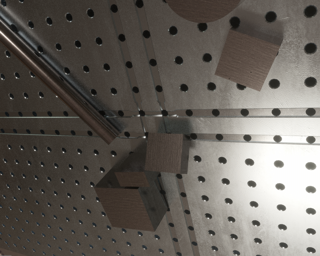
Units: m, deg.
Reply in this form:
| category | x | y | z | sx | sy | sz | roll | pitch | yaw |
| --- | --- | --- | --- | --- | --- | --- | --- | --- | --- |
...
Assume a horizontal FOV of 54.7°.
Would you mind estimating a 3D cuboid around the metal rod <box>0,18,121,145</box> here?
| category | x | y | z | sx | sy | sz | roll | pitch | yaw |
| --- | --- | --- | --- | --- | --- | --- | --- | --- | --- |
| metal rod | -0.174 | -0.088 | 0.446 | 0.300 | 0.025 | 0.025 | 44 | 129 | -3 |

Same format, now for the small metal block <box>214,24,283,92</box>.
| category | x | y | z | sx | sy | sz | roll | pitch | yaw |
| --- | --- | --- | --- | --- | --- | --- | --- | --- | --- |
| small metal block | 0.090 | -0.072 | 0.318 | 0.050 | 0.025 | 0.050 | 24 | 127 | 13 |

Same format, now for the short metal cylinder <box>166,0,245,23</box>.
| category | x | y | z | sx | sy | sz | roll | pitch | yaw |
| --- | --- | --- | --- | --- | --- | --- | --- | --- | --- |
| short metal cylinder | 0.045 | -0.142 | 0.282 | 0.080 | 0.050 | 0.079 | 13 | 124 | 20 |

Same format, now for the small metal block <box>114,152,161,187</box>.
| category | x | y | z | sx | sy | sz | roll | pitch | yaw |
| --- | --- | --- | --- | --- | --- | --- | --- | --- | --- |
| small metal block | -0.028 | 0.059 | 0.445 | 0.050 | 0.050 | 0.025 | -5 | 116 | 30 |

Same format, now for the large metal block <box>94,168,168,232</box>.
| category | x | y | z | sx | sy | sz | roll | pitch | yaw |
| --- | --- | --- | --- | --- | --- | --- | --- | --- | --- |
| large metal block | -0.044 | 0.111 | 0.485 | 0.080 | 0.050 | 0.080 | -4 | 116 | 30 |

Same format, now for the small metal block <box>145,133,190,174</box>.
| category | x | y | z | sx | sy | sz | roll | pitch | yaw |
| --- | --- | --- | --- | --- | --- | --- | --- | --- | --- |
| small metal block | 0.010 | 0.033 | 0.409 | 0.050 | 0.025 | 0.050 | 2 | 82 | 26 |
